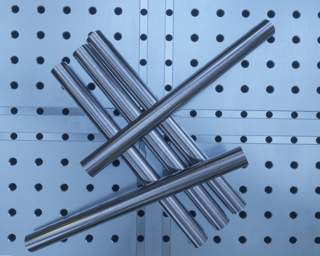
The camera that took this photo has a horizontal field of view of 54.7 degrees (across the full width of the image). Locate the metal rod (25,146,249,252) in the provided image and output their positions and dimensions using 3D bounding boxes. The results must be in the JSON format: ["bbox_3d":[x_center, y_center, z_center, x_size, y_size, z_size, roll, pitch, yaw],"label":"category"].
[{"bbox_3d":[-0.035,0.093,0.392,0.301,0.025,0.025,-24,90,8],"label":"metal rod"}]

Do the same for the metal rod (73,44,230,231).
[{"bbox_3d":[-0.011,0.013,0.413,0.025,0.025,0.300,-39,91,0],"label":"metal rod"}]

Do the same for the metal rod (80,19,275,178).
[{"bbox_3d":[0.028,-0.043,0.393,0.301,0.025,0.025,-38,90,-8],"label":"metal rod"}]

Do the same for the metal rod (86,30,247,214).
[{"bbox_3d":[0.009,-0.008,0.413,0.025,0.025,0.300,-40,91,0],"label":"metal rod"}]

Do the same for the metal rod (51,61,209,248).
[{"bbox_3d":[-0.040,0.036,0.413,0.025,0.025,0.300,-39,91,0],"label":"metal rod"}]
